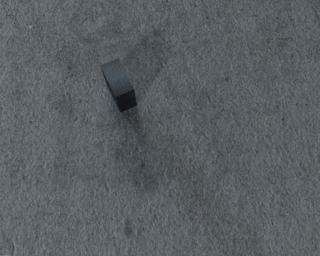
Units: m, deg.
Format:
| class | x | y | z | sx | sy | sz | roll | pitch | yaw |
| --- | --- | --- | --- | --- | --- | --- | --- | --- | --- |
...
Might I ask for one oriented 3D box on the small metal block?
| class | x | y | z | sx | sy | sz | roll | pitch | yaw |
| --- | --- | --- | --- | --- | --- | --- | --- | --- | --- |
| small metal block | -0.054 | -0.056 | 0.415 | 0.025 | 0.050 | 0.050 | -25 | 72 | -9 |
